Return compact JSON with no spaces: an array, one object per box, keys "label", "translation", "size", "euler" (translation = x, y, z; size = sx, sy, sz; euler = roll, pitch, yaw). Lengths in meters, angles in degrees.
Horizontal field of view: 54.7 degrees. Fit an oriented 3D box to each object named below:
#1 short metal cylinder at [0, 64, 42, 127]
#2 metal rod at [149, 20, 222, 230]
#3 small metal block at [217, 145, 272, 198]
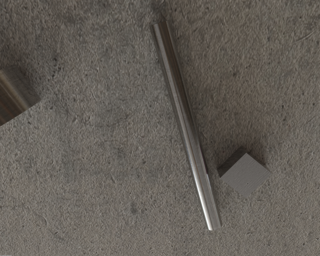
[{"label":"short metal cylinder","translation":[-0.191,-0.033,0.366],"size":[0.080,0.080,0.050],"euler":[-28,108,9]},{"label":"metal rod","translation":[0.040,0.011,0.414],"size":[0.025,0.025,0.298],"euler":[-15,110,5]},{"label":"small metal block","translation":[0.118,0.061,0.434],"size":[0.050,0.025,0.050],"euler":[38,105,-13]}]
